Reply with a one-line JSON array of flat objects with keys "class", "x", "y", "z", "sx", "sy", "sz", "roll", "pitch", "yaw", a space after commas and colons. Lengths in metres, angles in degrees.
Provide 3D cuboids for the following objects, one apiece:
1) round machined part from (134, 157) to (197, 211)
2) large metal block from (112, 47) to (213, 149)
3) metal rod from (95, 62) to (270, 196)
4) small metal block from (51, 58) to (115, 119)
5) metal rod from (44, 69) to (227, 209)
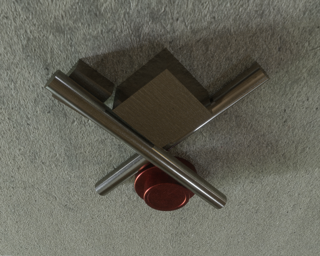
[{"class": "round machined part", "x": 0.010, "y": 0.091, "z": 0.474, "sx": 0.099, "sy": 0.042, "sz": 0.097, "roll": -1, "pitch": 130, "yaw": 0}, {"class": "large metal block", "x": 0.003, "y": -0.033, "z": 0.366, "sx": 0.080, "sy": 0.050, "sz": 0.080, "roll": -34, "pitch": 123, "yaw": 25}, {"class": "metal rod", "x": 0.013, "y": 0.015, "z": 0.424, "sx": 0.299, "sy": 0.025, "sz": 0.025, "roll": -37, "pitch": 121, "yaw": 27}, {"class": "small metal block", "x": -0.091, "y": -0.046, "z": 0.370, "sx": 0.050, "sy": 0.025, "sz": 0.050, "roll": 35, "pitch": 121, "yaw": -27}, {"class": "metal rod", "x": -0.012, "y": 0.030, "z": 0.400, "sx": 0.025, "sy": 0.025, "sz": 0.301, "roll": -36, "pitch": 122, "yaw": 26}]
